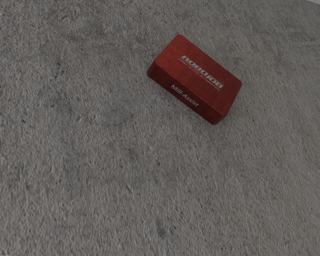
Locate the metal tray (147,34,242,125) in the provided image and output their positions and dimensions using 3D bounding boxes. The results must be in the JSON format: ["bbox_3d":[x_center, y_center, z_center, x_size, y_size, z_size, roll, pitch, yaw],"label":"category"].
[{"bbox_3d":[0.056,-0.076,0.476,0.130,0.030,0.090,37,51,-4],"label":"metal tray"}]
